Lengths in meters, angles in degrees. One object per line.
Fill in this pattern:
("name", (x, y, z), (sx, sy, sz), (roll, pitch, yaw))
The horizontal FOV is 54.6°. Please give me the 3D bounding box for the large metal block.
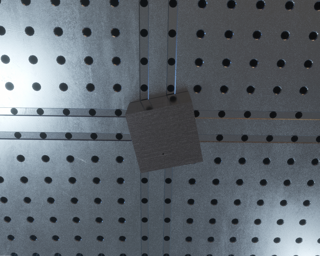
("large metal block", (0.006, 0.004, 0.401), (0.080, 0.050, 0.080), (-11, 110, 4))
